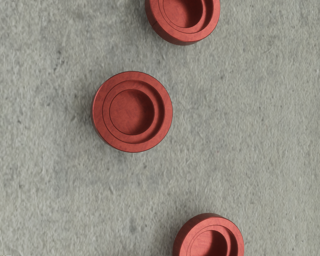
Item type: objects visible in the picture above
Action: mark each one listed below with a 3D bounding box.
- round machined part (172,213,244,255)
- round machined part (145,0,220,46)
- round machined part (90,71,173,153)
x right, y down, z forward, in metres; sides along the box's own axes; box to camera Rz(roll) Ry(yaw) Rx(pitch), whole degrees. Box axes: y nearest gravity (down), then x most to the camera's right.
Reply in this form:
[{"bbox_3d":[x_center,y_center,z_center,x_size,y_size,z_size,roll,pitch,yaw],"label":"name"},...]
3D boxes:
[{"bbox_3d":[0.062,0.165,0.425,0.099,0.042,0.097,0,90,-21],"label":"round machined part"},{"bbox_3d":[0.026,-0.158,0.411,0.099,0.042,0.097,0,90,-21],"label":"round machined part"},{"bbox_3d":[-0.037,-0.019,0.387,0.099,0.042,0.097,0,90,-21],"label":"round machined part"}]
